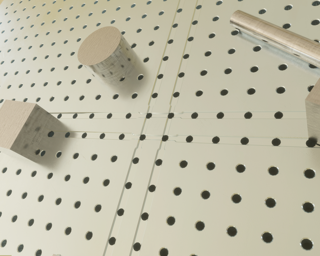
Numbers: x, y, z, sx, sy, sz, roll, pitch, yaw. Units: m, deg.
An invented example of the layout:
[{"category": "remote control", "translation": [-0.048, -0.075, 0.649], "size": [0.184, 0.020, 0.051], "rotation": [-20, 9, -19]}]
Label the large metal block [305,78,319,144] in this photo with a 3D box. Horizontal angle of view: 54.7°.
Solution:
[{"category": "large metal block", "translation": [0.186, -0.010, 0.282], "size": [0.080, 0.080, 0.050], "rotation": [30, 78, 37]}]

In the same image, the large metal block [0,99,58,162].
[{"category": "large metal block", "translation": [-0.230, 0.003, 0.508], "size": [0.080, 0.050, 0.080], "rotation": [8, 66, 31]}]

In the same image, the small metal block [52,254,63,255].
[{"category": "small metal block", "translation": [-0.110, 0.180, 0.354], "size": [0.050, 0.025, 0.050], "rotation": [12, 68, 33]}]

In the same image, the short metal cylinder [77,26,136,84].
[{"category": "short metal cylinder", "translation": [-0.087, -0.119, 0.509], "size": [0.080, 0.050, 0.080], "rotation": [-13, 56, 20]}]

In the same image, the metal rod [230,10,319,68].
[{"category": "metal rod", "translation": [0.195, -0.077, 0.352], "size": [0.025, 0.025, 0.300], "rotation": [-44, 51, -3]}]
